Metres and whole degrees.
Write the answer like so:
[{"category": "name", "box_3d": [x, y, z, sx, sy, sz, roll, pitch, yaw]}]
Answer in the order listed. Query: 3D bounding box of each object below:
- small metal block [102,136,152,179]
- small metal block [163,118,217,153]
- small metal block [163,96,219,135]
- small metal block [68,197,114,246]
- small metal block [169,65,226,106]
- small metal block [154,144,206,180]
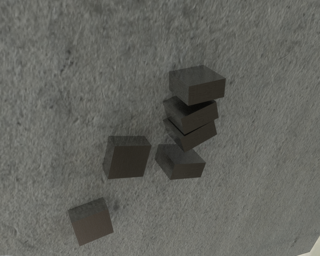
[{"category": "small metal block", "box_3d": [-0.044, 0.038, 0.408, 0.050, 0.025, 0.050, 1, 118, -29]}, {"category": "small metal block", "box_3d": [0.039, -0.001, 0.413, 0.050, 0.050, 0.025, -29, 129, -11]}, {"category": "small metal block", "box_3d": [0.039, -0.024, 0.399, 0.050, 0.050, 0.025, -26, 128, -13]}, {"category": "small metal block", "box_3d": [-0.097, 0.132, 0.437, 0.050, 0.025, 0.050, -18, 126, -19]}, {"category": "small metal block", "box_3d": [0.045, -0.054, 0.383, 0.050, 0.050, 0.025, -15, 125, -21]}, {"category": "small metal block", "box_3d": [0.028, 0.046, 0.436, 0.050, 0.050, 0.025, 1, 118, -29]}]
